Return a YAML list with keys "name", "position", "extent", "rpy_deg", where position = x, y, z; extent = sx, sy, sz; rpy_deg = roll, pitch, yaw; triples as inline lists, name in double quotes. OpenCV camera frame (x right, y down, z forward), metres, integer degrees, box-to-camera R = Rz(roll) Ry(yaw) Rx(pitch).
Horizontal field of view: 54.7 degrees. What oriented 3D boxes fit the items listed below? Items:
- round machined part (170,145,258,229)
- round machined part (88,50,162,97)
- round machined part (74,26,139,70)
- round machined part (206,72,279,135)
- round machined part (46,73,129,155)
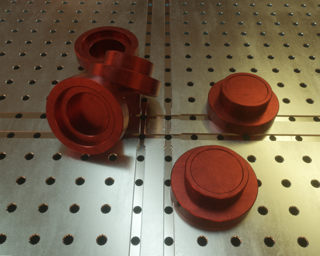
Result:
- name: "round machined part"
  position: [0.061, 0.058, 0.349]
  extent: [0.099, 0.042, 0.098]
  rpy_deg: [0, 50, 0]
- name: "round machined part"
  position: [-0.045, -0.075, 0.421]
  extent: [0.098, 0.098, 0.042]
  rpy_deg: [15, 92, 12]
- name: "round machined part"
  position: [-0.083, -0.117, 0.494]
  extent: [0.099, 0.042, 0.098]
  rpy_deg: [0, 50, 0]
- name: "round machined part"
  position: [0.116, -0.040, 0.432]
  extent: [0.099, 0.042, 0.098]
  rpy_deg: [0, 50, 0]
- name: "round machined part"
  position: [-0.085, -0.020, 0.384]
  extent: [0.098, 0.097, 0.042]
  rpy_deg: [11, 23, 9]
